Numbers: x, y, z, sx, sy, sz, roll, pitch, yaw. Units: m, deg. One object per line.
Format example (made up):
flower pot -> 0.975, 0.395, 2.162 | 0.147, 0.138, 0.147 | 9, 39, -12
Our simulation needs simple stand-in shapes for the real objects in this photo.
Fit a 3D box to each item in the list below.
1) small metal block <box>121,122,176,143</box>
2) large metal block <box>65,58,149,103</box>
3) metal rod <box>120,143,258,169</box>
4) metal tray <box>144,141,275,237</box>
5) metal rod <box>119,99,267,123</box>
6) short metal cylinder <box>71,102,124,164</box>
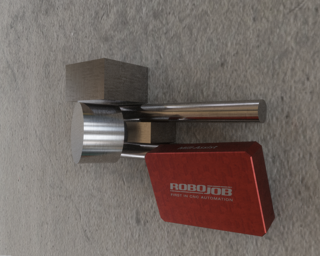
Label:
small metal block -> -0.014, 0.005, 0.399 | 0.050, 0.050, 0.025 | 1, 91, 39
large metal block -> -0.072, -0.061, 0.429 | 0.080, 0.081, 0.050 | 1, 91, 39
metal rod -> -0.014, 0.031, 0.416 | 0.300, 0.025, 0.025 | 0, 90, 39
metal tray -> 0.050, 0.064, 0.342 | 0.130, 0.030, 0.089 | -5, 105, 38
metal rod -> -0.010, -0.020, 0.413 | 0.300, 0.025, 0.025 | 1, 91, 39
short metal cylinder -> -0.085, 0.007, 0.412 | 0.080, 0.050, 0.080 | -8, 81, 63
